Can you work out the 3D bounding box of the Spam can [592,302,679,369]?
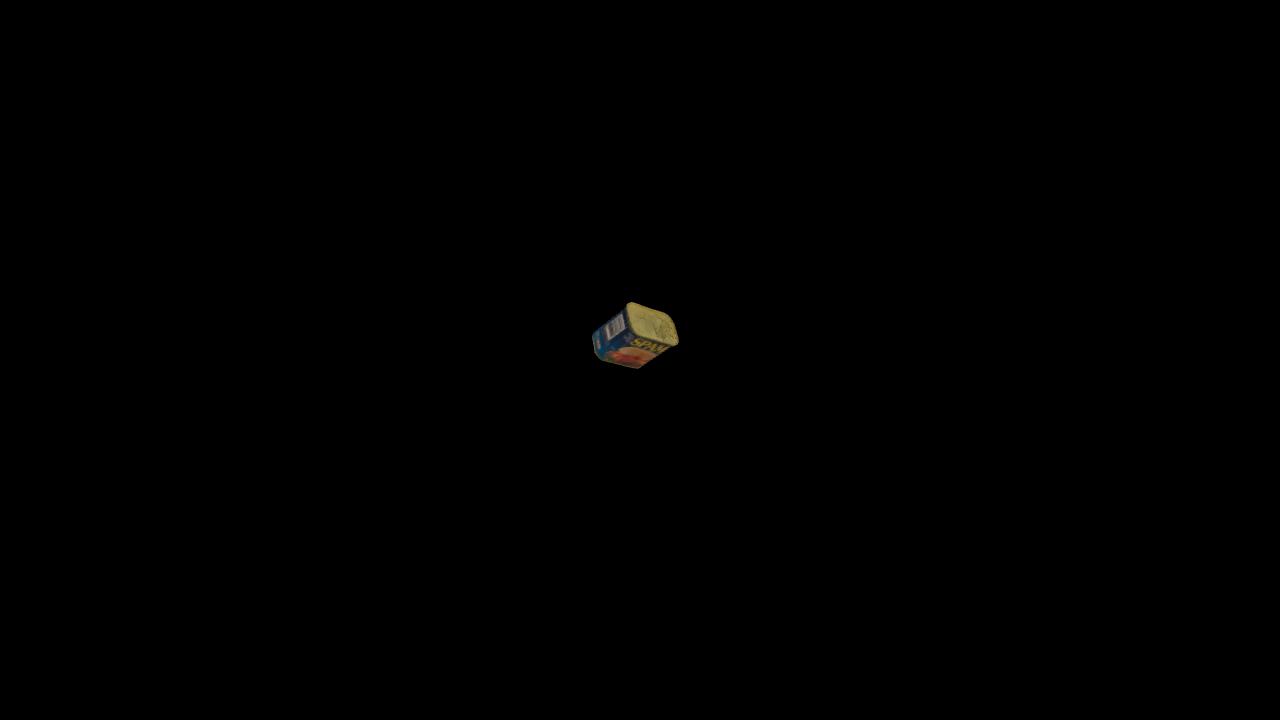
[{"bbox_3d":[-0.008,-0.033,0.916,0.101,0.058,0.085,15,-38,-43],"label":"Spam can"}]
